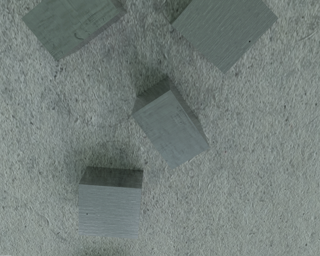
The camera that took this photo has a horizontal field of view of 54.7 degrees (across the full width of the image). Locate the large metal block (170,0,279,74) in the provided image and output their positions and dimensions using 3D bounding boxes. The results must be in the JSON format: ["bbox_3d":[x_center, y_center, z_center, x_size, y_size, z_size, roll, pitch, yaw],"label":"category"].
[{"bbox_3d":[0.069,-0.122,0.352,0.080,0.050,0.080,40,105,-14],"label":"large metal block"}]

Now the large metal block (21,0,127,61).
[{"bbox_3d":[-0.086,-0.122,0.335,0.080,0.080,0.050,-33,107,11],"label":"large metal block"}]

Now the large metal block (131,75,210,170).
[{"bbox_3d":[0.012,-0.010,0.377,0.050,0.080,0.080,-32,107,11],"label":"large metal block"}]

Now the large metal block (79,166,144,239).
[{"bbox_3d":[-0.067,0.103,0.434,0.081,0.050,0.079,5,110,-2],"label":"large metal block"}]
